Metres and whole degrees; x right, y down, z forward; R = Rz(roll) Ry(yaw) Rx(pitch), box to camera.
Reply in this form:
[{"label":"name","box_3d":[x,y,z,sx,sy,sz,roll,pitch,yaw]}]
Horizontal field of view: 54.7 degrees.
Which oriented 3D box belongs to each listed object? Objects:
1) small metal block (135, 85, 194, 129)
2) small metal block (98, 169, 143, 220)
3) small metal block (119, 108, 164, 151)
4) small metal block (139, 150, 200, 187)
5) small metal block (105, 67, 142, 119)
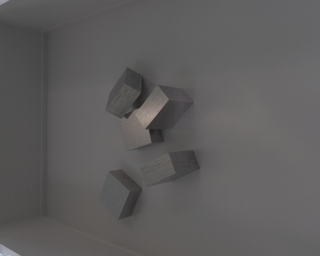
[{"label":"small metal block","box_3d":[0.006,-0.024,0.386,0.050,0.050,0.025,-50,61,28]},{"label":"small metal block","box_3d":[-0.059,0.097,0.456,0.050,0.025,0.050,35,112,34]},{"label":"small metal block","box_3d":[-0.026,0.002,0.429,0.050,0.025,0.050,-19,78,38]},{"label":"small metal block","box_3d":[0.012,0.049,0.381,0.050,0.050,0.025,-31,71,36]},{"label":"small metal block","box_3d":[-0.050,-0.049,0.431,0.050,0.025,0.050,-50,23,28]}]
